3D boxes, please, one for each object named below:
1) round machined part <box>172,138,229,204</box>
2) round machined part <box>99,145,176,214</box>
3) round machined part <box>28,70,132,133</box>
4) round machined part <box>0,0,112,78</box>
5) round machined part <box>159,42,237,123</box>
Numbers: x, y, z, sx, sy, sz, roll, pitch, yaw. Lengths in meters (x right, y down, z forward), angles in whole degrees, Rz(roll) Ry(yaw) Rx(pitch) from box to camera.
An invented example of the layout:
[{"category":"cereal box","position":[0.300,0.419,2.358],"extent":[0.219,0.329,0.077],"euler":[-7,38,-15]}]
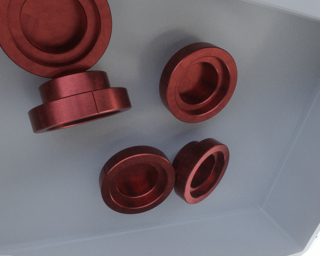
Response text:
[{"category":"round machined part","position":[0.054,0.058,0.450],"extent":[0.099,0.042,0.097],"euler":[-28,134,-34]},{"category":"round machined part","position":[-0.032,0.064,0.415],"extent":[0.099,0.042,0.097],"euler":[-9,122,-15]},{"category":"round machined part","position":[-0.081,-0.028,0.311],"extent":[0.099,0.098,0.042],"euler":[-16,91,-19]},{"category":"round machined part","position":[-0.097,-0.098,0.282],"extent":[0.099,0.042,0.097],"euler":[-13,122,-21]},{"category":"round machined part","position":[0.043,-0.058,0.385],"extent":[0.099,0.042,0.097],"euler":[-14,124,-21]}]
